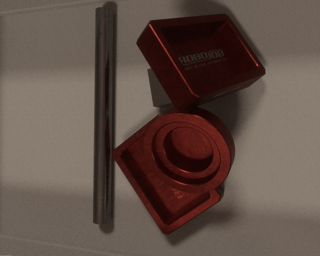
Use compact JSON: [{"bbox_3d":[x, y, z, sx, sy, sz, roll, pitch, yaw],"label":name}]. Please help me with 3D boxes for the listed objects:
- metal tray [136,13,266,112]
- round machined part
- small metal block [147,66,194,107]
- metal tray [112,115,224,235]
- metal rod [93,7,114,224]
[{"bbox_3d":[0.050,-0.077,0.339,0.090,0.131,0.030,60,140,10],"label":"metal tray"},{"bbox_3d":[0.034,0.020,0.344,0.098,0.042,0.097,10,118,20],"label":"round machined part"},{"bbox_3d":[0.015,-0.056,0.404,0.050,0.025,0.050,-10,87,19],"label":"small metal block"},{"bbox_3d":[0.009,0.059,0.403,0.090,0.030,0.130,-38,78,15],"label":"metal tray"},{"bbox_3d":[-0.080,-0.017,0.437,0.025,0.025,0.298,1,90,19],"label":"metal rod"}]
